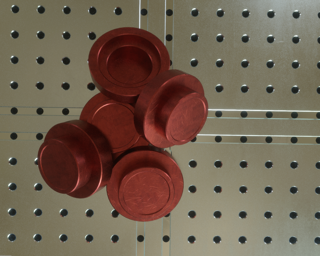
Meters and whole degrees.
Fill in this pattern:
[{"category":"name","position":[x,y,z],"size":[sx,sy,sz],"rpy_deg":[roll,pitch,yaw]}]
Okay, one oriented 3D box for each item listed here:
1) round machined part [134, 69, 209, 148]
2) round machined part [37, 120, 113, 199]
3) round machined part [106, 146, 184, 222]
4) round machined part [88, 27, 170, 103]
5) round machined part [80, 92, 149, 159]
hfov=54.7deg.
[{"category":"round machined part","position":[0.020,-0.018,0.376],"size":[0.042,0.098,0.098],"rpy_deg":[34,90,41]},{"category":"round machined part","position":[-0.110,0.041,0.380],"size":[0.098,0.042,0.097],"rpy_deg":[8,106,28]},{"category":"round machined part","position":[-0.018,0.075,0.392],"size":[0.099,0.042,0.097],"rpy_deg":[-1,102,-6]},{"category":"round machined part","position":[-0.038,-0.075,0.393],"size":[0.099,0.042,0.098],"rpy_deg":[2,69,-5]},{"category":"round machined part","position":[-0.057,-0.003,0.403],"size":[0.099,0.042,0.097],"rpy_deg":[0,90,-1]}]
